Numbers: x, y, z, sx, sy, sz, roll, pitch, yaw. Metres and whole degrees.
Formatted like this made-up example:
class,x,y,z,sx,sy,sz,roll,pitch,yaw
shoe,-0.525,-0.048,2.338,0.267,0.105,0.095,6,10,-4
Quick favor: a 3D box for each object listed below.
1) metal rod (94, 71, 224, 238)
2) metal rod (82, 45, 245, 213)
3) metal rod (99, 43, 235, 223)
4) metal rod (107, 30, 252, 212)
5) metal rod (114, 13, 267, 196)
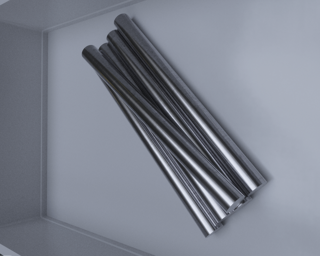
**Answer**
class,x,y,z,sx,sy,sz,roll,pitch,yaw
metal rod,-0.016,0.009,0.419,0.025,0.025,0.300,-50,61,28
metal rod,-0.014,-0.018,0.383,0.300,0.025,0.025,46,118,30
metal rod,-0.004,-0.011,0.409,0.025,0.025,0.300,-50,61,28
metal rod,0.010,-0.027,0.397,0.025,0.025,0.300,-50,61,28
metal rod,0.023,-0.046,0.387,0.025,0.025,0.300,-50,61,28
